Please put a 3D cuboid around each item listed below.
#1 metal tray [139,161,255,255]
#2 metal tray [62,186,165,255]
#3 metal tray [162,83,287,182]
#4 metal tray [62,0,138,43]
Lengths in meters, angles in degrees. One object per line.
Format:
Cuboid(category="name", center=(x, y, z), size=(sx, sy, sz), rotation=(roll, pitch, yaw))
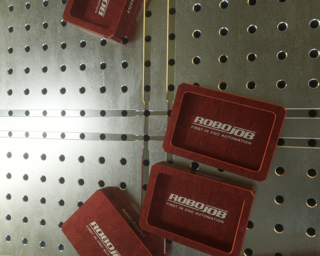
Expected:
Cuboid(category="metal tray", center=(0.045, 0.102, 0.394), size=(0.130, 0.030, 0.090), rotation=(14, 95, 19))
Cuboid(category="metal tray", center=(-0.067, 0.160, 0.434), size=(0.090, 0.030, 0.130), rotation=(-45, 76, 14))
Cuboid(category="metal tray", center=(0.077, 0.003, 0.382), size=(0.130, 0.030, 0.090), rotation=(16, 95, 19))
Cuboid(category="metal tray", center=(-0.074, -0.197, 0.436), size=(0.090, 0.030, 0.129), rotation=(25, 98, 18))
